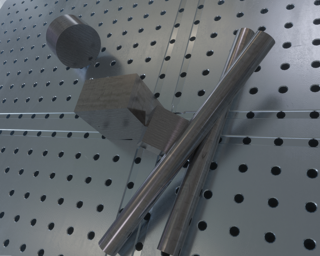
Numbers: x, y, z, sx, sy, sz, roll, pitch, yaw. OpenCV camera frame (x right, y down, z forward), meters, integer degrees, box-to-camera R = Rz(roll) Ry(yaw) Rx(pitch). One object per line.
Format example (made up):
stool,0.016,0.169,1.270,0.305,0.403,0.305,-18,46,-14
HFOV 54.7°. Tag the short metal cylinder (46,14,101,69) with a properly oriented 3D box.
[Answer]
short metal cylinder,-0.152,-0.152,0.546,0.080,0.080,0.050,-44,51,-2

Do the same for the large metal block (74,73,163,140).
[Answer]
large metal block,-0.052,-0.025,0.415,0.080,0.080,0.050,-2,61,27

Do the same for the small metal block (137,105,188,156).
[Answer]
small metal block,0.006,0.007,0.383,0.050,0.025,0.050,26,70,-10

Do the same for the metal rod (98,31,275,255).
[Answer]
metal rod,0.029,0.018,0.352,0.025,0.025,0.299,38,92,38

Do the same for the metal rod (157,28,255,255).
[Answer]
metal rod,0.063,0.001,0.374,0.025,0.025,0.300,10,66,32
